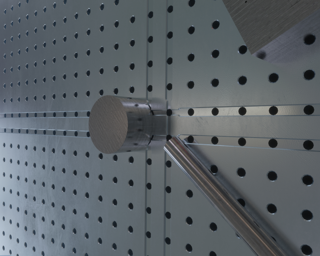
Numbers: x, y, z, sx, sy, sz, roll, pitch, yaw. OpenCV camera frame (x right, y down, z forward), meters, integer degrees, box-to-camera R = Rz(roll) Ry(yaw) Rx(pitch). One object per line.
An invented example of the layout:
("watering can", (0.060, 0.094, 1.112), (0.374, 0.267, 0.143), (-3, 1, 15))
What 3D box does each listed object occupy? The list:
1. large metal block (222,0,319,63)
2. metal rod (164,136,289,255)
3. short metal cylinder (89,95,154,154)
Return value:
("large metal block", (0.115, -0.122, 0.298), (0.080, 0.050, 0.080), (-34, 69, 35))
("metal rod", (0.103, 0.117, 0.324), (0.300, 0.025, 0.025), (48, 118, 29))
("short metal cylinder", (-0.056, -0.005, 0.439), (0.080, 0.050, 0.079), (0, 90, 40))
